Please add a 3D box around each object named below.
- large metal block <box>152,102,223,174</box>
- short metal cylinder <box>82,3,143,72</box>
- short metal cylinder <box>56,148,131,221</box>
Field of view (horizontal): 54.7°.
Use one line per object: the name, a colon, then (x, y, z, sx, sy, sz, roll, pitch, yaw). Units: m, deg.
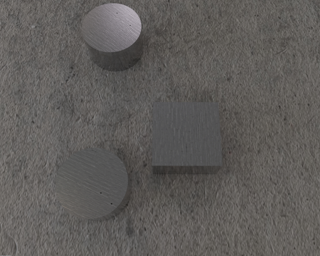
large metal block: (0.031, 0.014, 0.390, 0.081, 0.050, 0.080, 0, 70, 0)
short metal cylinder: (-0.065, -0.128, 0.441, 0.081, 0.050, 0.080, 0, 70, 0)
short metal cylinder: (-0.076, 0.069, 0.369, 0.081, 0.050, 0.080, 0, 70, 0)
